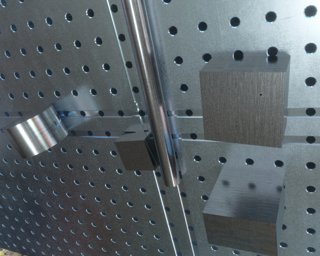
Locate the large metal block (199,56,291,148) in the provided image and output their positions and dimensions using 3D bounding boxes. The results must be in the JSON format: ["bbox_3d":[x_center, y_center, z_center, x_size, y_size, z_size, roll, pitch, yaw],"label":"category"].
[{"bbox_3d":[0.091,-0.030,0.328,0.080,0.050,0.079,5,121,25],"label":"large metal block"}]

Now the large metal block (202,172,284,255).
[{"bbox_3d":[0.107,0.102,0.382,0.080,0.080,0.050,1,119,27],"label":"large metal block"}]

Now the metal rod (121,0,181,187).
[{"bbox_3d":[-0.011,-0.053,0.382,0.025,0.025,0.298,2,120,27],"label":"metal rod"}]

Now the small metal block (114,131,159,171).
[{"bbox_3d":[-0.031,0.034,0.447,0.050,0.025,0.050,-5,116,30],"label":"small metal block"}]

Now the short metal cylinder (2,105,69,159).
[{"bbox_3d":[-0.190,0.004,0.476,0.080,0.080,0.050,-12,112,33],"label":"short metal cylinder"}]
